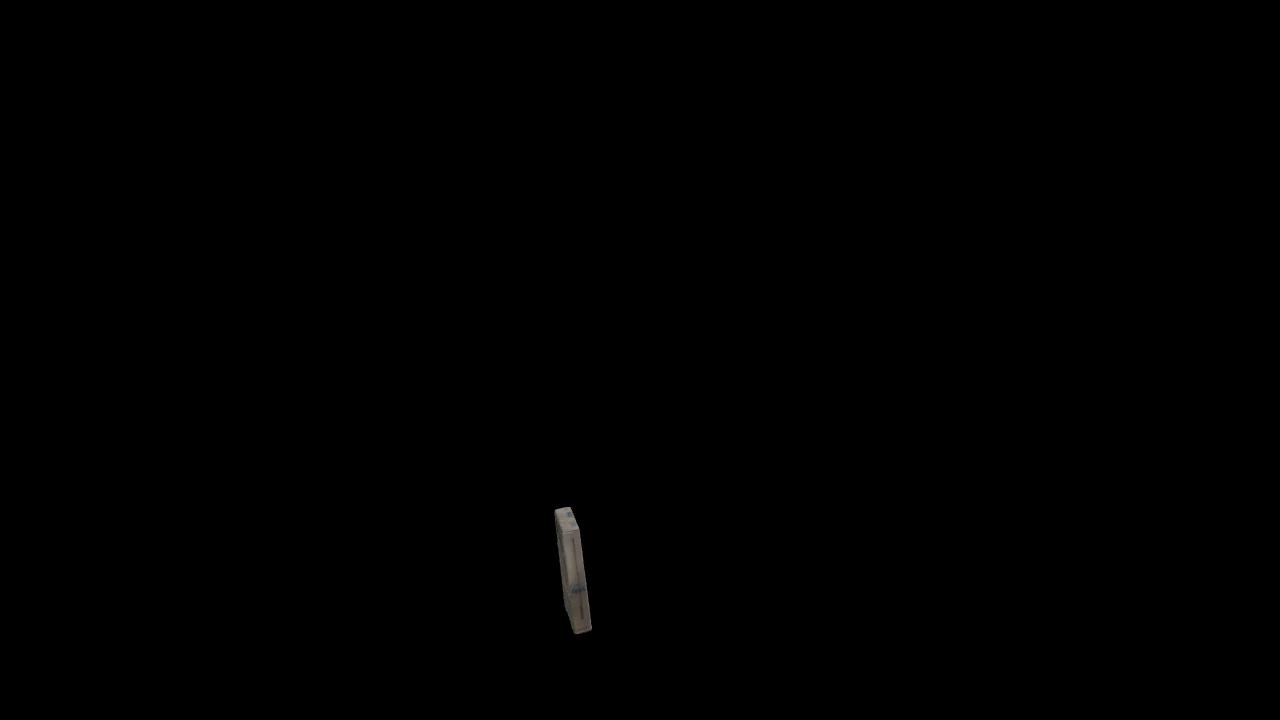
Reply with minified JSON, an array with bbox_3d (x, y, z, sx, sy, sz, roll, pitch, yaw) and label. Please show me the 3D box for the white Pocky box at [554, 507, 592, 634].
[{"bbox_3d":[-0.097,0.296,0.871,0.028,0.154,0.084,-8,12,-15],"label":"white Pocky box"}]
